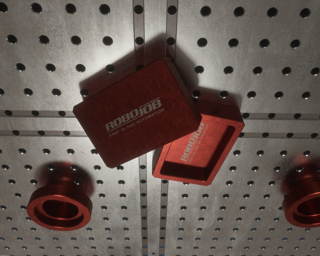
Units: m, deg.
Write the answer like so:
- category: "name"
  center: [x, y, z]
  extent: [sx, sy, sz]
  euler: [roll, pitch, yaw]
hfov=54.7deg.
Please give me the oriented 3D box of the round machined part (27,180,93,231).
- category: "round machined part"
  center: [-0.159, 0.122, 0.502]
  extent: [0.099, 0.042, 0.097]
  euler: [-1, 130, 0]

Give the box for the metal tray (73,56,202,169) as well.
- category: "metal tray"
  center: [-0.027, -0.016, 0.371]
  extent: [0.130, 0.030, 0.090]
  euler: [-26, 101, 19]

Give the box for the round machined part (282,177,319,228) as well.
- category: "round machined part"
  center: [0.249, 0.118, 0.505]
  extent: [0.099, 0.042, 0.097]
  euler: [-1, 130, 0]

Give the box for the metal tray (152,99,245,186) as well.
- category: "metal tray"
  center: [0.047, 0.023, 0.428]
  extent: [0.091, 0.030, 0.129]
  euler: [11, 129, -10]
